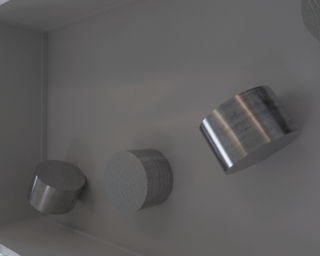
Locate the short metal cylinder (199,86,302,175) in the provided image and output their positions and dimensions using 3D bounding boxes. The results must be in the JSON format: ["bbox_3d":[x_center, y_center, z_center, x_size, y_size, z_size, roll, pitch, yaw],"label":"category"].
[{"bbox_3d":[0.086,0.004,0.300,0.080,0.081,0.050,-41,65,32],"label":"short metal cylinder"}]

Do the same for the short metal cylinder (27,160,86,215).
[{"bbox_3d":[-0.171,0.096,0.512,0.080,0.081,0.050,39,114,33],"label":"short metal cylinder"}]

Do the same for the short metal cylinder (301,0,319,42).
[{"bbox_3d":[0.166,-0.101,0.254,0.080,0.050,0.080,0,90,40],"label":"short metal cylinder"}]

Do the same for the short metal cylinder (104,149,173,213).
[{"bbox_3d":[-0.029,0.069,0.415,0.080,0.050,0.080,0,90,40],"label":"short metal cylinder"}]
